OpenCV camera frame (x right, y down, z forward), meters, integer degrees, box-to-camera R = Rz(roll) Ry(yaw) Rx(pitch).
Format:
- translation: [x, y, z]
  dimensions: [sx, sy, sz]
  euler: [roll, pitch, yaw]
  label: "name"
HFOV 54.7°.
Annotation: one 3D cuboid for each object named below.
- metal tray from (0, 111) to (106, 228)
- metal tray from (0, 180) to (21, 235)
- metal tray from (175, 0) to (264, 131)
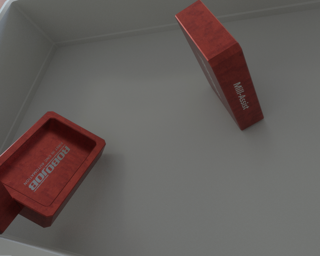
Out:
- translation: [-0.138, 0.045, 0.385]
  dimensions: [0.090, 0.030, 0.130]
  euler: [29, 44, 0]
  label: "metal tray"
- translation: [-0.223, 0.062, 0.326]
  dimensions: [0.130, 0.089, 0.030]
  euler: [5, 40, 20]
  label: "metal tray"
- translation: [0.068, -0.064, 0.342]
  dimensions: [0.030, 0.130, 0.090]
  euler: [-31, 52, 8]
  label: "metal tray"
